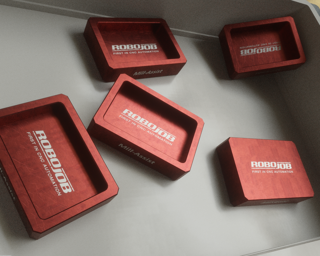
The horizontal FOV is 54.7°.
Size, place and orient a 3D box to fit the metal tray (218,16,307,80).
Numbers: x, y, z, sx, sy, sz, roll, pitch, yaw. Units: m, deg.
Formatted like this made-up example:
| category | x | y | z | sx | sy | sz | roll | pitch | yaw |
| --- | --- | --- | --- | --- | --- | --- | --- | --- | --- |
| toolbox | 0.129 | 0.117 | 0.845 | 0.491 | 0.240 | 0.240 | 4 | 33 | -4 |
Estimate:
| category | x | y | z | sx | sy | sz | roll | pitch | yaw |
| --- | --- | --- | --- | --- | --- | --- | --- | --- | --- |
| metal tray | 0.177 | -0.140 | 0.539 | 0.131 | 0.030 | 0.090 | -10 | 80 | -9 |

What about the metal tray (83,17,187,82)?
| category | x | y | z | sx | sy | sz | roll | pitch | yaw |
| --- | --- | --- | --- | --- | --- | --- | --- | --- | --- |
| metal tray | -0.034 | -0.118 | 0.455 | 0.131 | 0.030 | 0.090 | -13 | 68 | -33 |

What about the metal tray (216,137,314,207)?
| category | x | y | z | sx | sy | sz | roll | pitch | yaw |
| --- | --- | --- | --- | --- | --- | --- | --- | --- | --- |
| metal tray | 0.152 | 0.062 | 0.446 | 0.131 | 0.030 | 0.090 | 4 | 60 | -26 |

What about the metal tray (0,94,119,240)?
| category | x | y | z | sx | sy | sz | roll | pitch | yaw |
| --- | --- | --- | --- | --- | --- | --- | --- | --- | --- |
| metal tray | -0.113 | 0.034 | 0.320 | 0.091 | 0.030 | 0.130 | -22 | 74 | -36 |

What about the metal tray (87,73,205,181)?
| category | x | y | z | sx | sy | sz | roll | pitch | yaw |
| --- | --- | --- | --- | --- | --- | --- | --- | --- | --- |
| metal tray | -0.014 | -0.002 | 0.395 | 0.131 | 0.030 | 0.090 | 30 | 52 | -10 |
